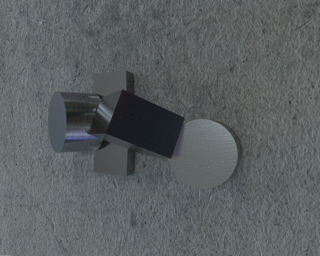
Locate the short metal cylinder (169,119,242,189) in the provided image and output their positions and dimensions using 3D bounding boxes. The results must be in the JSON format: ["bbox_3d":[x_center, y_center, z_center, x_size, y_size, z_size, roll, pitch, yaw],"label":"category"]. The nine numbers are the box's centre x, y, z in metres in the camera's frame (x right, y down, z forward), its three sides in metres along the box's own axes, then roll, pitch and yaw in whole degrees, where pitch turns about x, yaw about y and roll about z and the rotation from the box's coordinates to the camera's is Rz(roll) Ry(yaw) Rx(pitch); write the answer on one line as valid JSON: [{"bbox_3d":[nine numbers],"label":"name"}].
[{"bbox_3d":[0.056,0.029,0.377,0.080,0.050,0.079,0,90,19],"label":"short metal cylinder"}]

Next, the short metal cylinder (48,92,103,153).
[{"bbox_3d":[-0.114,-0.008,0.416,0.080,0.050,0.079,2,92,55],"label":"short metal cylinder"}]

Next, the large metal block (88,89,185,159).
[{"bbox_3d":[-0.031,-0.002,0.371,0.080,0.080,0.050,23,79,-24],"label":"large metal block"}]

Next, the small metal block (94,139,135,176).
[{"bbox_3d":[-0.063,0.038,0.431,0.050,0.025,0.050,3,91,19],"label":"small metal block"}]

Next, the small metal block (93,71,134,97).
[{"bbox_3d":[-0.064,-0.051,0.431,0.050,0.025,0.050,-1,90,19],"label":"small metal block"}]
